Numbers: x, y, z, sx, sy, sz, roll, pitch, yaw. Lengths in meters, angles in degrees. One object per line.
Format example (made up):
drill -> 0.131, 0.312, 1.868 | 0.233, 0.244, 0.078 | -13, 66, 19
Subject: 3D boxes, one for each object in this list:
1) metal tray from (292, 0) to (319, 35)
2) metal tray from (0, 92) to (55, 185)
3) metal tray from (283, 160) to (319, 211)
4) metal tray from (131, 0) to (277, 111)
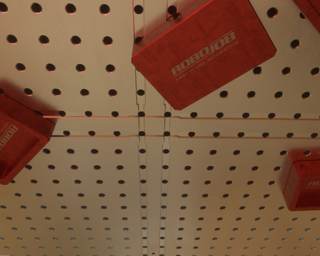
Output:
metal tray -> 0.159, -0.151, 0.282 | 0.130, 0.030, 0.090 | 34, 122, -26
metal tray -> -0.218, 0.018, 0.420 | 0.090, 0.030, 0.130 | 35, 122, -27
metal tray -> 0.273, 0.091, 0.489 | 0.131, 0.030, 0.089 | -3, 130, 2
metal tray -> 0.046, -0.085, 0.337 | 0.130, 0.030, 0.090 | -30, 125, 22
